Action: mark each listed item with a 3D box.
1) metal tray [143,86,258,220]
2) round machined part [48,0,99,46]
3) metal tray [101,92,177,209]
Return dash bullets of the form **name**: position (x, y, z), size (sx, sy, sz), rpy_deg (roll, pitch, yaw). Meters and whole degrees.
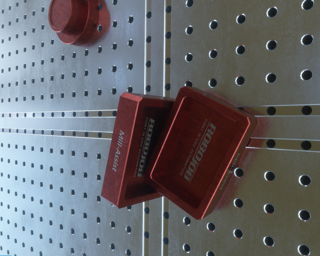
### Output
- **metal tray**: position (0.043, 0.027, 0.361), size (0.090, 0.030, 0.129), rpy_deg (31, 108, 28)
- **round machined part**: position (-0.150, -0.190, 0.519), size (0.098, 0.042, 0.097), rpy_deg (0, 90, 39)
- **metal tray**: position (-0.017, 0.026, 0.379), size (0.030, 0.091, 0.129), rpy_deg (20, 103, 38)
